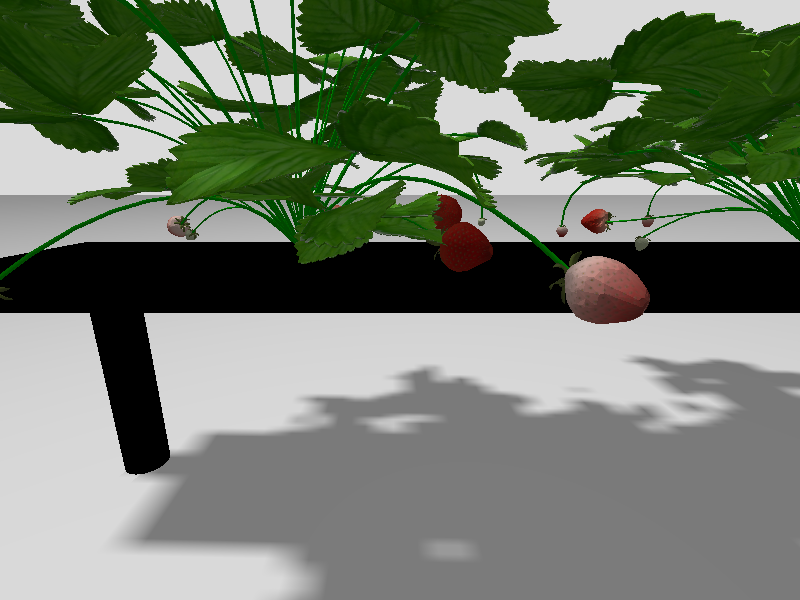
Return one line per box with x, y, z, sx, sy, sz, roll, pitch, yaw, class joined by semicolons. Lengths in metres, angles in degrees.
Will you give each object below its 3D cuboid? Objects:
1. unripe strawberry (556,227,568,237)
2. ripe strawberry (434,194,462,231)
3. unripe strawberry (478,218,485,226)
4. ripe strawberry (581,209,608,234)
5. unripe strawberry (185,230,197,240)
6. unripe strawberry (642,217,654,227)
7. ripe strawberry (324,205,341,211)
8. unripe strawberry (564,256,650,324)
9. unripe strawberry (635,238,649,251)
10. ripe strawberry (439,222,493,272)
0.174;-0.073;0.429;0.011;0.011;0.011;7;18;22;unripe strawberry
0.051;-0.094;0.446;0.044;0.046;0.040;-12;20;-36;ripe strawberry
0.106;-0.101;0.523;0.010;0.010;0.011;-15;22;-41;unripe strawberry
0.232;-0.094;0.476;0.029;0.029;0.032;15;22;43;ripe strawberry
-0.219;-0.067;0.420;0.012;0.012;0.011;-30;-1;32;unripe strawberry
0.321;-0.101;0.519;0.013;0.014;0.015;-4;17;-13;unripe strawberry
-0.094;-0.123;0.576;0.032;0.028;0.033;-1;16;-2;ripe strawberry
0.085;-0.003;0.166;0.032;0.027;0.032;-14;34;-40;unripe strawberry
0.217;-0.050;0.361;0.010;0.012;0.012;13;17;1;unripe strawberry
0.046;-0.035;0.272;0.035;0.034;0.032;13;20;29;ripe strawberry
